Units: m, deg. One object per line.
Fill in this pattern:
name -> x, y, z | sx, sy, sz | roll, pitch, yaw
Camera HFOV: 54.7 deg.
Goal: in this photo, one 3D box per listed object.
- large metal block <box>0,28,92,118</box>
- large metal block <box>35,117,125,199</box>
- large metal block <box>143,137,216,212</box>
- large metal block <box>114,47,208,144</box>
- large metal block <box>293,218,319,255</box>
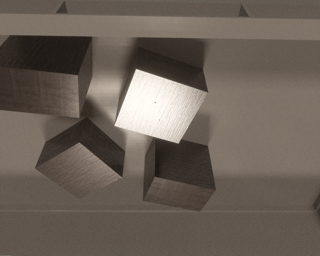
large metal block -> -0.118, -0.059, 0.321 | 0.081, 0.080, 0.050 | 6, 130, -5
large metal block -> -0.107, 0.043, 0.428 | 0.080, 0.050, 0.080 | -28, 125, 21
large metal block -> 0.024, 0.060, 0.425 | 0.081, 0.080, 0.050 | 14, 129, -12
large metal block -> -0.001, -0.036, 0.362 | 0.081, 0.050, 0.079 | 16, 128, -14
large metal block -> 0.299, 0.211, 0.560 | 0.080, 0.080, 0.050 | -7, 130, 5
